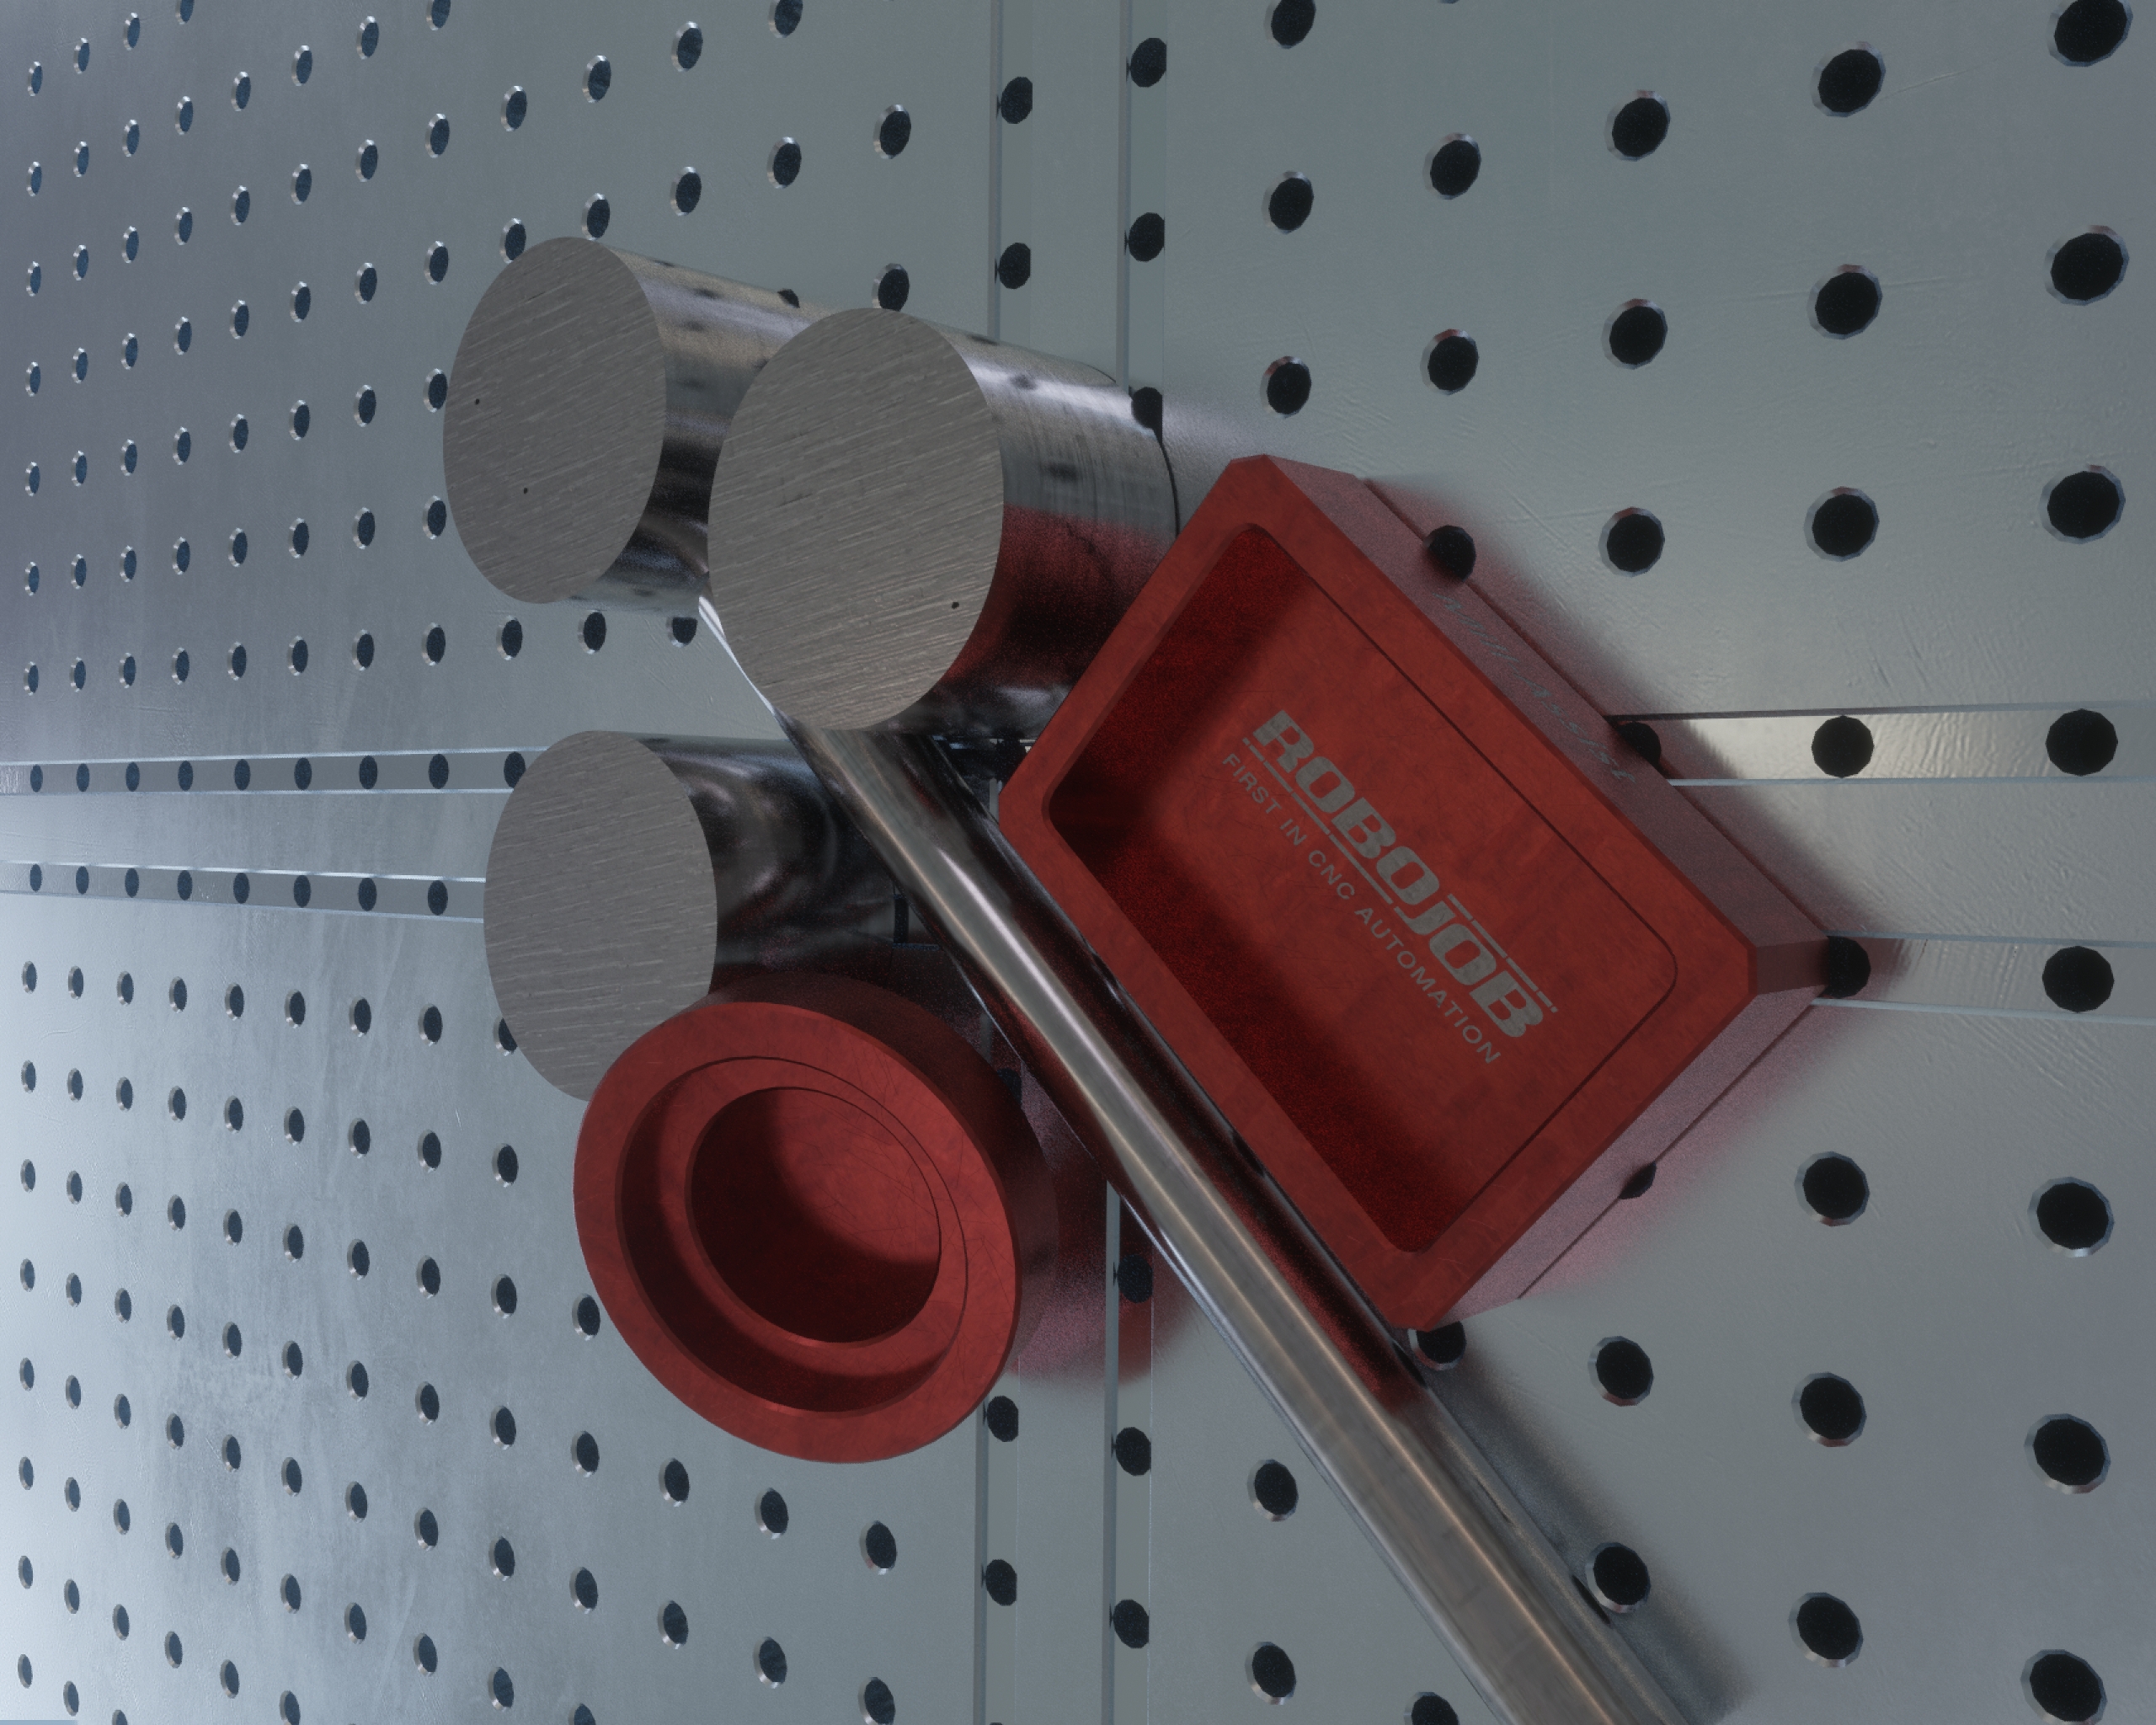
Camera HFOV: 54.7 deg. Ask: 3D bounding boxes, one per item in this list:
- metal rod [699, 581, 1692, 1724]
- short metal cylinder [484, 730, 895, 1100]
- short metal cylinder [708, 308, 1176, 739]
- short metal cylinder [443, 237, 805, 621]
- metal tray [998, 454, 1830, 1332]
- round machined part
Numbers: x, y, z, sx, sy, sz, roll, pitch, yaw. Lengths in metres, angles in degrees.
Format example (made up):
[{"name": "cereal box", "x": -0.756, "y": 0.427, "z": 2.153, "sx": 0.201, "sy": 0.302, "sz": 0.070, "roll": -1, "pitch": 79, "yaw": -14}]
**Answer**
[{"name": "metal rod", "x": 0.008, "y": 0.043, "z": 0.403, "sx": 0.300, "sy": 0.025, "sz": 0.025, "roll": 52, "pitch": 120, "yaw": 27}, {"name": "short metal cylinder", "x": -0.087, "y": 0.011, "z": 0.465, "sx": 0.080, "sy": 0.050, "sz": 0.080, "roll": 0, "pitch": 90, "yaw": 40}, {"name": "short metal cylinder", "x": -0.028, "y": -0.065, "z": 0.415, "sx": 0.080, "sy": 0.050, "sz": 0.080, "roll": 0, "pitch": 90, "yaw": 40}, {"name": "short metal cylinder", "x": -0.100, "y": -0.097, "z": 0.476, "sx": 0.080, "sy": 0.050, "sz": 0.080, "roll": 0, "pitch": 90, "yaw": 40}, {"name": "metal tray", "x": 0.051, "y": 0.003, "z": 0.363, "sx": 0.130, "sy": 0.030, "sz": 0.090, "roll": 51, "pitch": 120, "yaw": 27}, {"name": "round machined part", "x": -0.049, "y": 0.068, "z": 0.425, "sx": 0.098, "sy": 0.042, "sz": 0.097, "roll": 6, "pitch": 107, "yaw": 19}]
